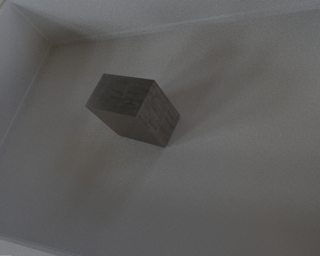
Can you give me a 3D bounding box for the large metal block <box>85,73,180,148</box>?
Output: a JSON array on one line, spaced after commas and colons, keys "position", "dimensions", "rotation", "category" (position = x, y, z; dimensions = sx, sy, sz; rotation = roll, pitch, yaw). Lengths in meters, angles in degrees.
[{"position": [-0.033, -0.022, 0.397], "dimensions": [0.080, 0.080, 0.050], "rotation": [13, 69, 33], "category": "large metal block"}]
